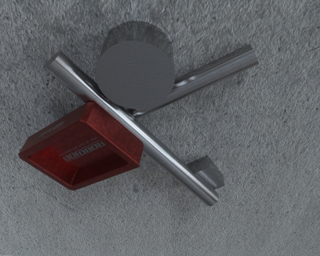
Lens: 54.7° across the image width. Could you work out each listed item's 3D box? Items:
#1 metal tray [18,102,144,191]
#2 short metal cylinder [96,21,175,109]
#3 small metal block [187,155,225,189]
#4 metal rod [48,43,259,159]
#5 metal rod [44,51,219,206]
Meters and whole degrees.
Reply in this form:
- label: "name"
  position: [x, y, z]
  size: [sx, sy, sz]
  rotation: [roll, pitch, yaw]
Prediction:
- label: "metal tray"
  position: [-0.097, 0.029, 0.378]
  size: [0.130, 0.030, 0.090]
  rotation: [-24, 127, 33]
- label: "short metal cylinder"
  position: [-0.025, -0.067, 0.334]
  size: [0.081, 0.050, 0.079]
  rotation: [0, 130, 0]
- label: "small metal block"
  position: [0.063, 0.074, 0.472]
  size: [0.050, 0.025, 0.050]
  rotation: [-27, 126, 20]
- label: "metal rod"
  position: [-0.027, -0.025, 0.387]
  size: [0.300, 0.025, 0.025]
  rotation: [-23, 127, 18]
- label: "metal rod"
  position: [-0.016, 0.019, 0.392]
  size: [0.025, 0.025, 0.300]
  rotation: [-32, 124, 24]
